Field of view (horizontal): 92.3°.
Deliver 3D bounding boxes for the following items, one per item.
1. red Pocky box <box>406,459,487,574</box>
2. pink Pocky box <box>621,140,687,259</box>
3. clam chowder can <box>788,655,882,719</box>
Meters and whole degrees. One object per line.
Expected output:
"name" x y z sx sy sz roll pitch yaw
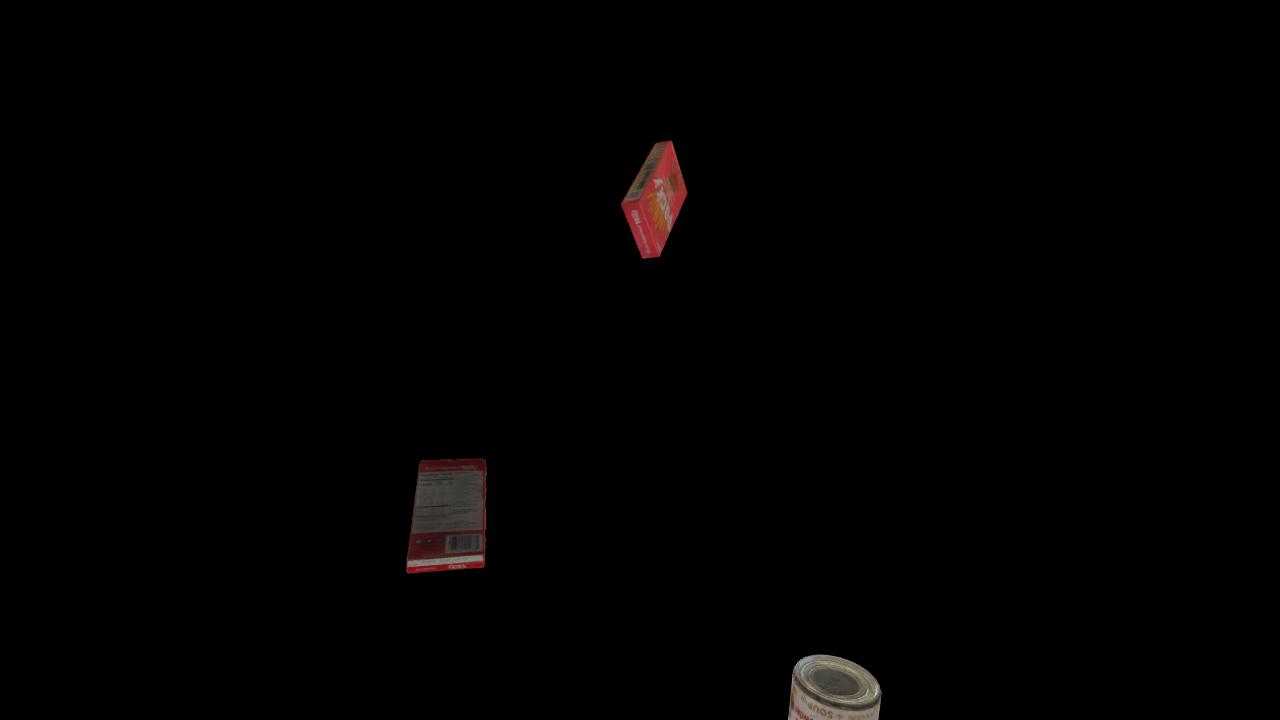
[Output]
"red Pocky box" -0.223 0.178 0.724 0.083 0.028 0.155 0 34 -13
"pink Pocky box" 0.023 -0.212 0.808 0.029 0.084 0.155 -1 44 26
"clam chowder can" 0.149 0.296 0.482 0.068 0.102 0.068 5 5 0
